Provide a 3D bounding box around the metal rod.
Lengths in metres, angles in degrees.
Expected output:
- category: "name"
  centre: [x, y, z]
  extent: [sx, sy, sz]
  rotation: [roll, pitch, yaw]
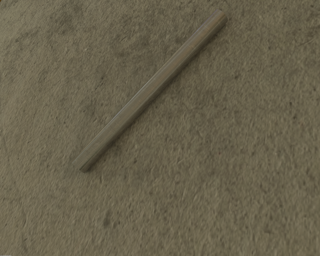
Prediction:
- category: "metal rod"
  centre: [-0.011, -0.056, 0.442]
  extent: [0.300, 0.025, 0.025]
  rotation: [-47, 52, -6]
